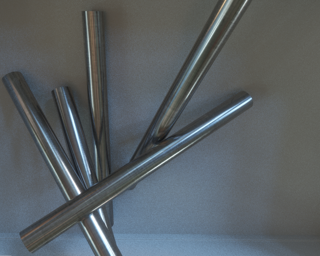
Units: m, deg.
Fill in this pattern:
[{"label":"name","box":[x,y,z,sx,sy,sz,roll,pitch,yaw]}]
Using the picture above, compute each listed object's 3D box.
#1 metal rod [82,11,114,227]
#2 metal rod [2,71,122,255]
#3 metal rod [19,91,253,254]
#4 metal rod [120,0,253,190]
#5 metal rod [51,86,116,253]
[{"label":"metal rod","box":[-0.080,0.004,0.411,0.025,0.025,0.298,1,110,0]},{"label":"metal rod","box":[-0.107,0.061,0.359,0.025,0.025,0.299,-35,78,12]},{"label":"metal rod","box":[-0.011,0.038,0.354,0.302,0.025,0.025,-32,109,-18]},{"label":"metal rod","box":[0.013,-0.021,0.347,0.025,0.025,0.298,23,130,-9]},{"label":"metal rod","box":[-0.080,0.093,0.377,0.025,0.025,0.299,-19,83,6]}]
